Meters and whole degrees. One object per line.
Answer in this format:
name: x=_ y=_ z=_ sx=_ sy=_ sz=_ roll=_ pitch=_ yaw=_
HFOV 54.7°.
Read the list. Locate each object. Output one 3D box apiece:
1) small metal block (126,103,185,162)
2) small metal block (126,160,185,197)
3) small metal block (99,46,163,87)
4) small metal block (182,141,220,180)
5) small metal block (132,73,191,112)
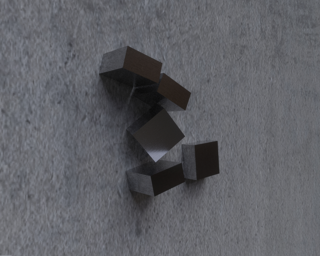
small metal block: x=-0.005 y=0.006 z=0.391 sx=0.050 sy=0.025 sz=0.050 roll=-41 pitch=118 yaw=-7
small metal block: x=-0.006 y=0.060 z=0.386 sx=0.050 sy=0.050 sz=0.025 roll=-17 pitch=101 yaw=-39
small metal block: x=-0.034 y=-0.069 z=0.361 sx=0.050 sy=0.050 sz=0.025 roll=18 pitch=79 yaw=-39
small metal block: x=0.061 y=0.046 z=0.458 sx=0.050 sy=0.025 sz=0.050 roll=-7 pitch=95 yaw=-40
small metal block: x=0.002 y=-0.043 z=0.392 sx=0.050 sy=0.050 sz=0.025 roll=30 pitch=71 yaw=-36
